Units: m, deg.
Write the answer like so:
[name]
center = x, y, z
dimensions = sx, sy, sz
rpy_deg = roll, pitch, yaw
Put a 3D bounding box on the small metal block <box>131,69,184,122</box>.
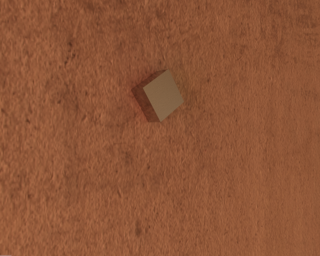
[small metal block]
center = -0.002, -0.042, 0.405
dimensions = 0.050, 0.025, 0.050
rpy_deg = -42, 116, -32
